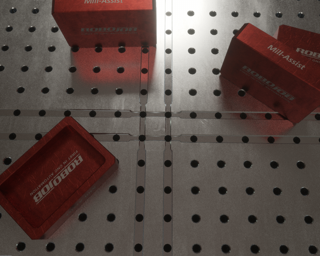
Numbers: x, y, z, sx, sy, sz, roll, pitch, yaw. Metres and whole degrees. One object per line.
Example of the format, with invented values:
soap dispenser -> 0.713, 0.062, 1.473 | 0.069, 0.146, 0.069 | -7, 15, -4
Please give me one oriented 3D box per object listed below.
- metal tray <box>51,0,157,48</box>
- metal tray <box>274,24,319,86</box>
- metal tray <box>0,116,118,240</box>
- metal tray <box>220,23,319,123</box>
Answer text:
metal tray -> -0.070, -0.148, 0.429 | 0.131, 0.090, 0.030 | -2, 76, -1
metal tray -> 0.222, -0.089, 0.438 | 0.131, 0.030, 0.090 | 16, 66, 3
metal tray -> -0.129, 0.060, 0.385 | 0.090, 0.030, 0.130 | 41, 75, 13
metal tray -> 0.147, -0.068, 0.403 | 0.130, 0.090, 0.030 | 36, 74, 12
